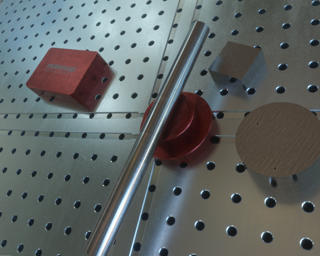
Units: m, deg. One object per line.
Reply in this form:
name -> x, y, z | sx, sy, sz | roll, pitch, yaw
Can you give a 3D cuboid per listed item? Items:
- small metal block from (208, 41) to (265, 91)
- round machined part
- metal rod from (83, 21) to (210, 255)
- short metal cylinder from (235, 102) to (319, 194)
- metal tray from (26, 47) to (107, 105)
small metal block -> 0.100, -0.082, 0.405 | 0.050, 0.025, 0.050 | 28, 77, 37
round machined part -> 0.018, -0.006, 0.391 | 0.098, 0.042, 0.098 | -13, 56, 20
metal rod -> -0.006, -0.002, 0.357 | 0.025, 0.025, 0.300 | 12, 68, 33
short metal cylinder -> 0.123, 0.021, 0.315 | 0.080, 0.050, 0.080 | -13, 56, 21
metal tray -> -0.167, -0.095, 0.549 | 0.130, 0.030, 0.090 | 14, 68, 33
